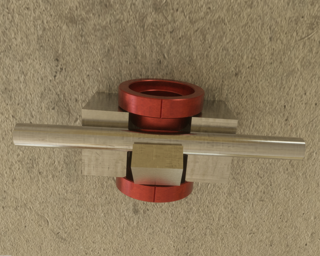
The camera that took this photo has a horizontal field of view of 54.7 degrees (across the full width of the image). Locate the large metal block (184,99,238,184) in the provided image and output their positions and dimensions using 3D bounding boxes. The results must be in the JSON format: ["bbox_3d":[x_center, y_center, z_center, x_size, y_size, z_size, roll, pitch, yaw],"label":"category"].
[{"bbox_3d":[0.057,0.013,0.387,0.050,0.080,0.079,4,110,-1],"label":"large metal block"}]

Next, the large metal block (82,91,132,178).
[{"bbox_3d":[-0.062,0.005,0.383,0.050,0.080,0.079,4,110,-2],"label":"large metal block"}]

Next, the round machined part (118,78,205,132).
[{"bbox_3d":[0.001,-0.027,0.362,0.099,0.098,0.042,4,111,-2],"label":"round machined part"}]

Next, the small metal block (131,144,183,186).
[{"bbox_3d":[-0.002,0.040,0.326,0.050,0.025,0.050,2,151,1],"label":"small metal block"}]

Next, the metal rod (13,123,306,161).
[{"bbox_3d":[0.001,0.015,0.331,0.302,0.025,0.025,3,110,-2],"label":"metal rod"}]

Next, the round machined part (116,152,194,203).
[{"bbox_3d":[-0.005,0.051,0.391,0.099,0.098,0.042,4,105,-2],"label":"round machined part"}]
